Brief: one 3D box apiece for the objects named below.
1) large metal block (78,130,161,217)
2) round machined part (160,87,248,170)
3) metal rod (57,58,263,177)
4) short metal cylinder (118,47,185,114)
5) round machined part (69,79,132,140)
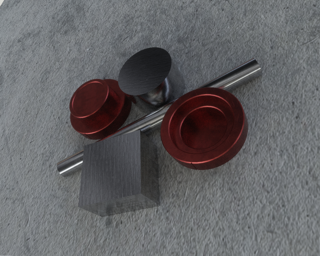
[{"bbox_3d":[-0.048,0.057,0.380,0.080,0.050,0.080,-16,55,19],"label":"large metal block"},{"bbox_3d":[0.054,0.004,0.363,0.098,0.042,0.098,-13,56,21],"label":"round machined part"},{"bbox_3d":[-0.008,-0.009,0.416,0.300,0.025,0.025,-28,52,10],"label":"metal rod"},{"bbox_3d":[-0.011,-0.066,0.435,0.080,0.050,0.080,-13,56,21],"label":"short metal cylinder"},{"bbox_3d":[-0.096,-0.035,0.466,0.098,0.042,0.098,-13,56,21],"label":"round machined part"}]
